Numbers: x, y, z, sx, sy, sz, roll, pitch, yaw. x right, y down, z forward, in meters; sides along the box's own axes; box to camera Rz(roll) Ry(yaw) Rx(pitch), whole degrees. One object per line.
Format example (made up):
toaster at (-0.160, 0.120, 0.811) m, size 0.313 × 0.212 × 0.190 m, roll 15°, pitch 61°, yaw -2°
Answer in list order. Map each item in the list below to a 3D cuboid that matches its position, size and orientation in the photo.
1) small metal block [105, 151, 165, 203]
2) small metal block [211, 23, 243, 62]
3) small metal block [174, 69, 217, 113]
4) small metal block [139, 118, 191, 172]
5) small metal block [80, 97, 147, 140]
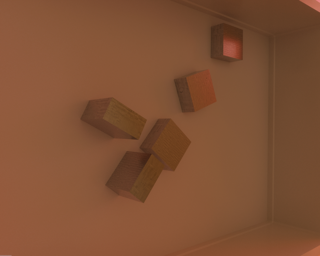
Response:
small metal block at (-0.030, 0.056, 0.367) m, size 0.025 × 0.050 × 0.050 m, roll 46°, pitch 62°, yaw -31°
small metal block at (0.108, -0.136, 0.500) m, size 0.050 × 0.025 × 0.050 m, roll 1°, pitch 90°, yaw -40°
small metal block at (0.052, -0.054, 0.453) m, size 0.050 × 0.025 × 0.050 m, roll -26°, pitch 106°, yaw -37°
small metal block at (0.008, 0.022, 0.416) m, size 0.050 × 0.025 × 0.050 m, roll 48°, pitch 62°, yaw -30°
small metal block at (-0.052, -0.010, 0.348) m, size 0.050 × 0.050 × 0.025 m, roll 33°, pitch 69°, yaw -35°
